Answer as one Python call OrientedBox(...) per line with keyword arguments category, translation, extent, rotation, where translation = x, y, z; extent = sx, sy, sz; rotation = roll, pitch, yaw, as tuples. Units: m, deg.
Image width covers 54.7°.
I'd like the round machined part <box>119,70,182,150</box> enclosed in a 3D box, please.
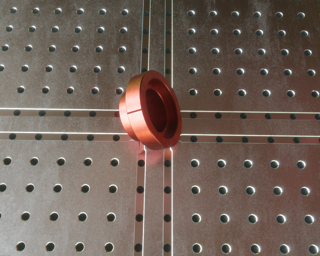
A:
OrientedBox(category="round machined part", translation=(-0.014, -0.020, 0.389), extent=(0.042, 0.098, 0.098), rotation=(-14, 67, 28))
